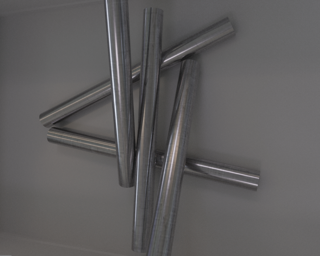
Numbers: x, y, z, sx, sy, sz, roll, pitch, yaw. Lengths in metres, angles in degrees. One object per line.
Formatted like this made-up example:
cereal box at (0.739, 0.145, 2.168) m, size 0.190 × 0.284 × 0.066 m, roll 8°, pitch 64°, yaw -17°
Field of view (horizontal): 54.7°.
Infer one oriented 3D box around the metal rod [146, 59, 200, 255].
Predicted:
metal rod at (0.013, 0.055, 0.341) m, size 0.025 × 0.025 × 0.299 m, roll 3°, pitch 66°, yaw 20°

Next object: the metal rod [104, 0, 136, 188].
metal rod at (-0.045, -0.064, 0.352) m, size 0.025 × 0.025 × 0.298 m, roll 8°, pitch 115°, yaw 20°

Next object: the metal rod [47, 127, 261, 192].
metal rod at (-0.022, 0.037, 0.418) m, size 0.301 × 0.025 × 0.025 m, roll 11°, pitch 94°, yaw 19°

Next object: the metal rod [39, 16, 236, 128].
metal rod at (-0.043, -0.068, 0.425) m, size 0.300 × 0.025 × 0.025 m, roll -23°, pitch 82°, yaw 18°

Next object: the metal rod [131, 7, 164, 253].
metal rod at (-0.016, 0.003, 0.388) m, size 0.025 × 0.025 × 0.298 m, roll 3°, pitch 91°, yaw 20°
